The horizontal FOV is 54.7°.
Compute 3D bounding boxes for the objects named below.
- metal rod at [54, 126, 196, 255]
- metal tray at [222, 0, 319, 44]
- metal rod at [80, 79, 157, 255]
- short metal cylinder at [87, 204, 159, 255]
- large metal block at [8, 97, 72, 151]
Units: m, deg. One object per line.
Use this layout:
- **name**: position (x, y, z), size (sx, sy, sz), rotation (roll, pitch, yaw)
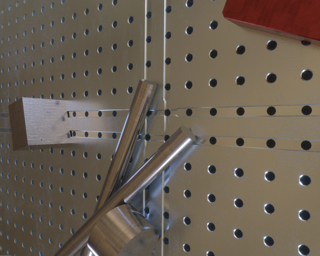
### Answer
- **metal rod**: position (-0.061, 0.106, 0.435), size (0.299, 0.025, 0.025), rotation (-46, 63, 22)
- **metal tray**: position (0.134, -0.134, 0.295), size (0.130, 0.030, 0.089), rotation (30, 108, 35)
- **metal rod**: position (-0.066, 0.071, 0.461), size (0.025, 0.025, 0.298), rotation (33, 110, 35)
- **short metal cylinder**: position (-0.047, 0.149, 0.411), size (0.050, 0.081, 0.079), rotation (34, 111, 34)
- **large metal block**: position (-0.210, -0.006, 0.543), size (0.050, 0.081, 0.080), rotation (-17, 79, 38)
